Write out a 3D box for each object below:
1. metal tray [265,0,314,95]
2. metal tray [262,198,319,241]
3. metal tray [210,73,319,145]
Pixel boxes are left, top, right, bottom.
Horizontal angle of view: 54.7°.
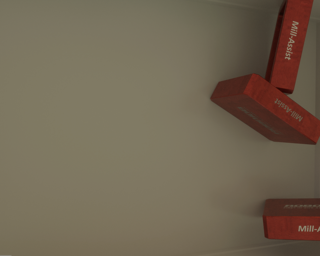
[{"bbox_3d":[0.174,-0.111,0.428,0.030,0.090,0.129,11,95,12],"label":"metal tray"},{"bbox_3d":[0.211,0.121,0.419,0.130,0.090,0.030,-6,90,21],"label":"metal tray"},{"bbox_3d":[0.146,-0.023,0.429,0.131,0.090,0.030,31,81,-18],"label":"metal tray"}]
